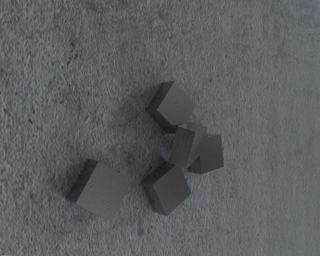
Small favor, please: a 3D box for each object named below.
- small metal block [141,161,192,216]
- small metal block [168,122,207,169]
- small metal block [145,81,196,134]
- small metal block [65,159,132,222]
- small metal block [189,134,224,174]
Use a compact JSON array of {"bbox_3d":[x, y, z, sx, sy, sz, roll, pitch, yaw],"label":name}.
[{"bbox_3d":[0.009,0.079,0.412,0.050,0.025,0.050,-36,112,-34],"label":"small metal block"},{"bbox_3d":[0.038,0.022,0.413,0.050,0.025,0.050,-16,122,-64],"label":"small metal block"},{"bbox_3d":[0.015,-0.027,0.417,0.050,0.025,0.050,45,63,-31],"label":"small metal block"},{"bbox_3d":[-0.068,0.070,0.348,0.050,0.025,0.050,40,66,-33],"label":"small metal block"},{"bbox_3d":[0.067,0.037,0.461,0.050,0.025,0.050,-10,97,-40],"label":"small metal block"}]
